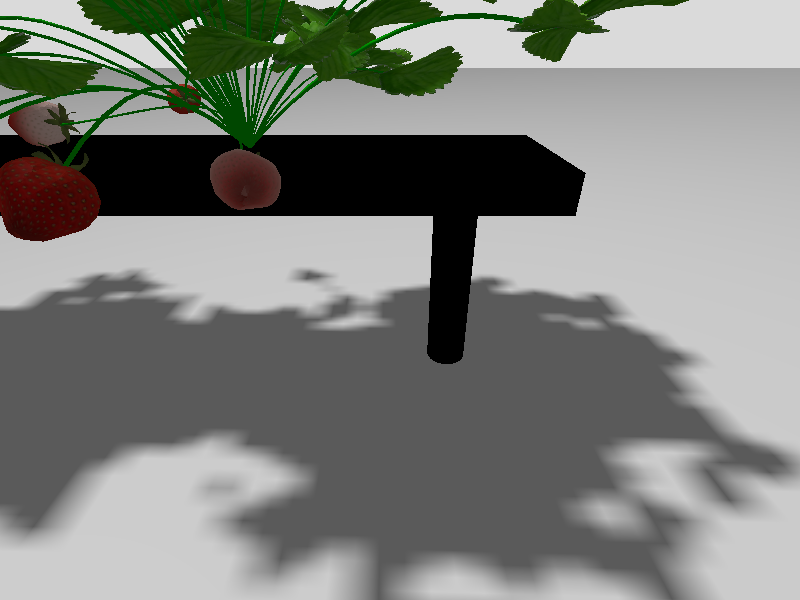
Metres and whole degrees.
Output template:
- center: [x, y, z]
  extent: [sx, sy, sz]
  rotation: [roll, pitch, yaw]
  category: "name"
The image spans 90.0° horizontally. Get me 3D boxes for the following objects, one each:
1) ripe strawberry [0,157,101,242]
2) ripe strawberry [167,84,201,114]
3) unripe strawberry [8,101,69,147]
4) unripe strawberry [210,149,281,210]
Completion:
- center: [-0.144, -0.040, 0.162]
  extent: [0.034, 0.034, 0.030]
  rotation: [3, -29, 5]
  category: "ripe strawberry"
- center: [-0.274, -0.254, 0.506]
  extent: [0.039, 0.033, 0.039]
  rotation: [-20, 32, -29]
  category: "ripe strawberry"
- center: [-0.295, -0.144, 0.327]
  extent: [0.039, 0.033, 0.039]
  rotation: [0, 32, 2]
  category: "unripe strawberry"
- center: [-0.073, -0.056, 0.190]
  extent: [0.032, 0.027, 0.032]
  rotation: [-10, 33, -15]
  category: "unripe strawberry"
